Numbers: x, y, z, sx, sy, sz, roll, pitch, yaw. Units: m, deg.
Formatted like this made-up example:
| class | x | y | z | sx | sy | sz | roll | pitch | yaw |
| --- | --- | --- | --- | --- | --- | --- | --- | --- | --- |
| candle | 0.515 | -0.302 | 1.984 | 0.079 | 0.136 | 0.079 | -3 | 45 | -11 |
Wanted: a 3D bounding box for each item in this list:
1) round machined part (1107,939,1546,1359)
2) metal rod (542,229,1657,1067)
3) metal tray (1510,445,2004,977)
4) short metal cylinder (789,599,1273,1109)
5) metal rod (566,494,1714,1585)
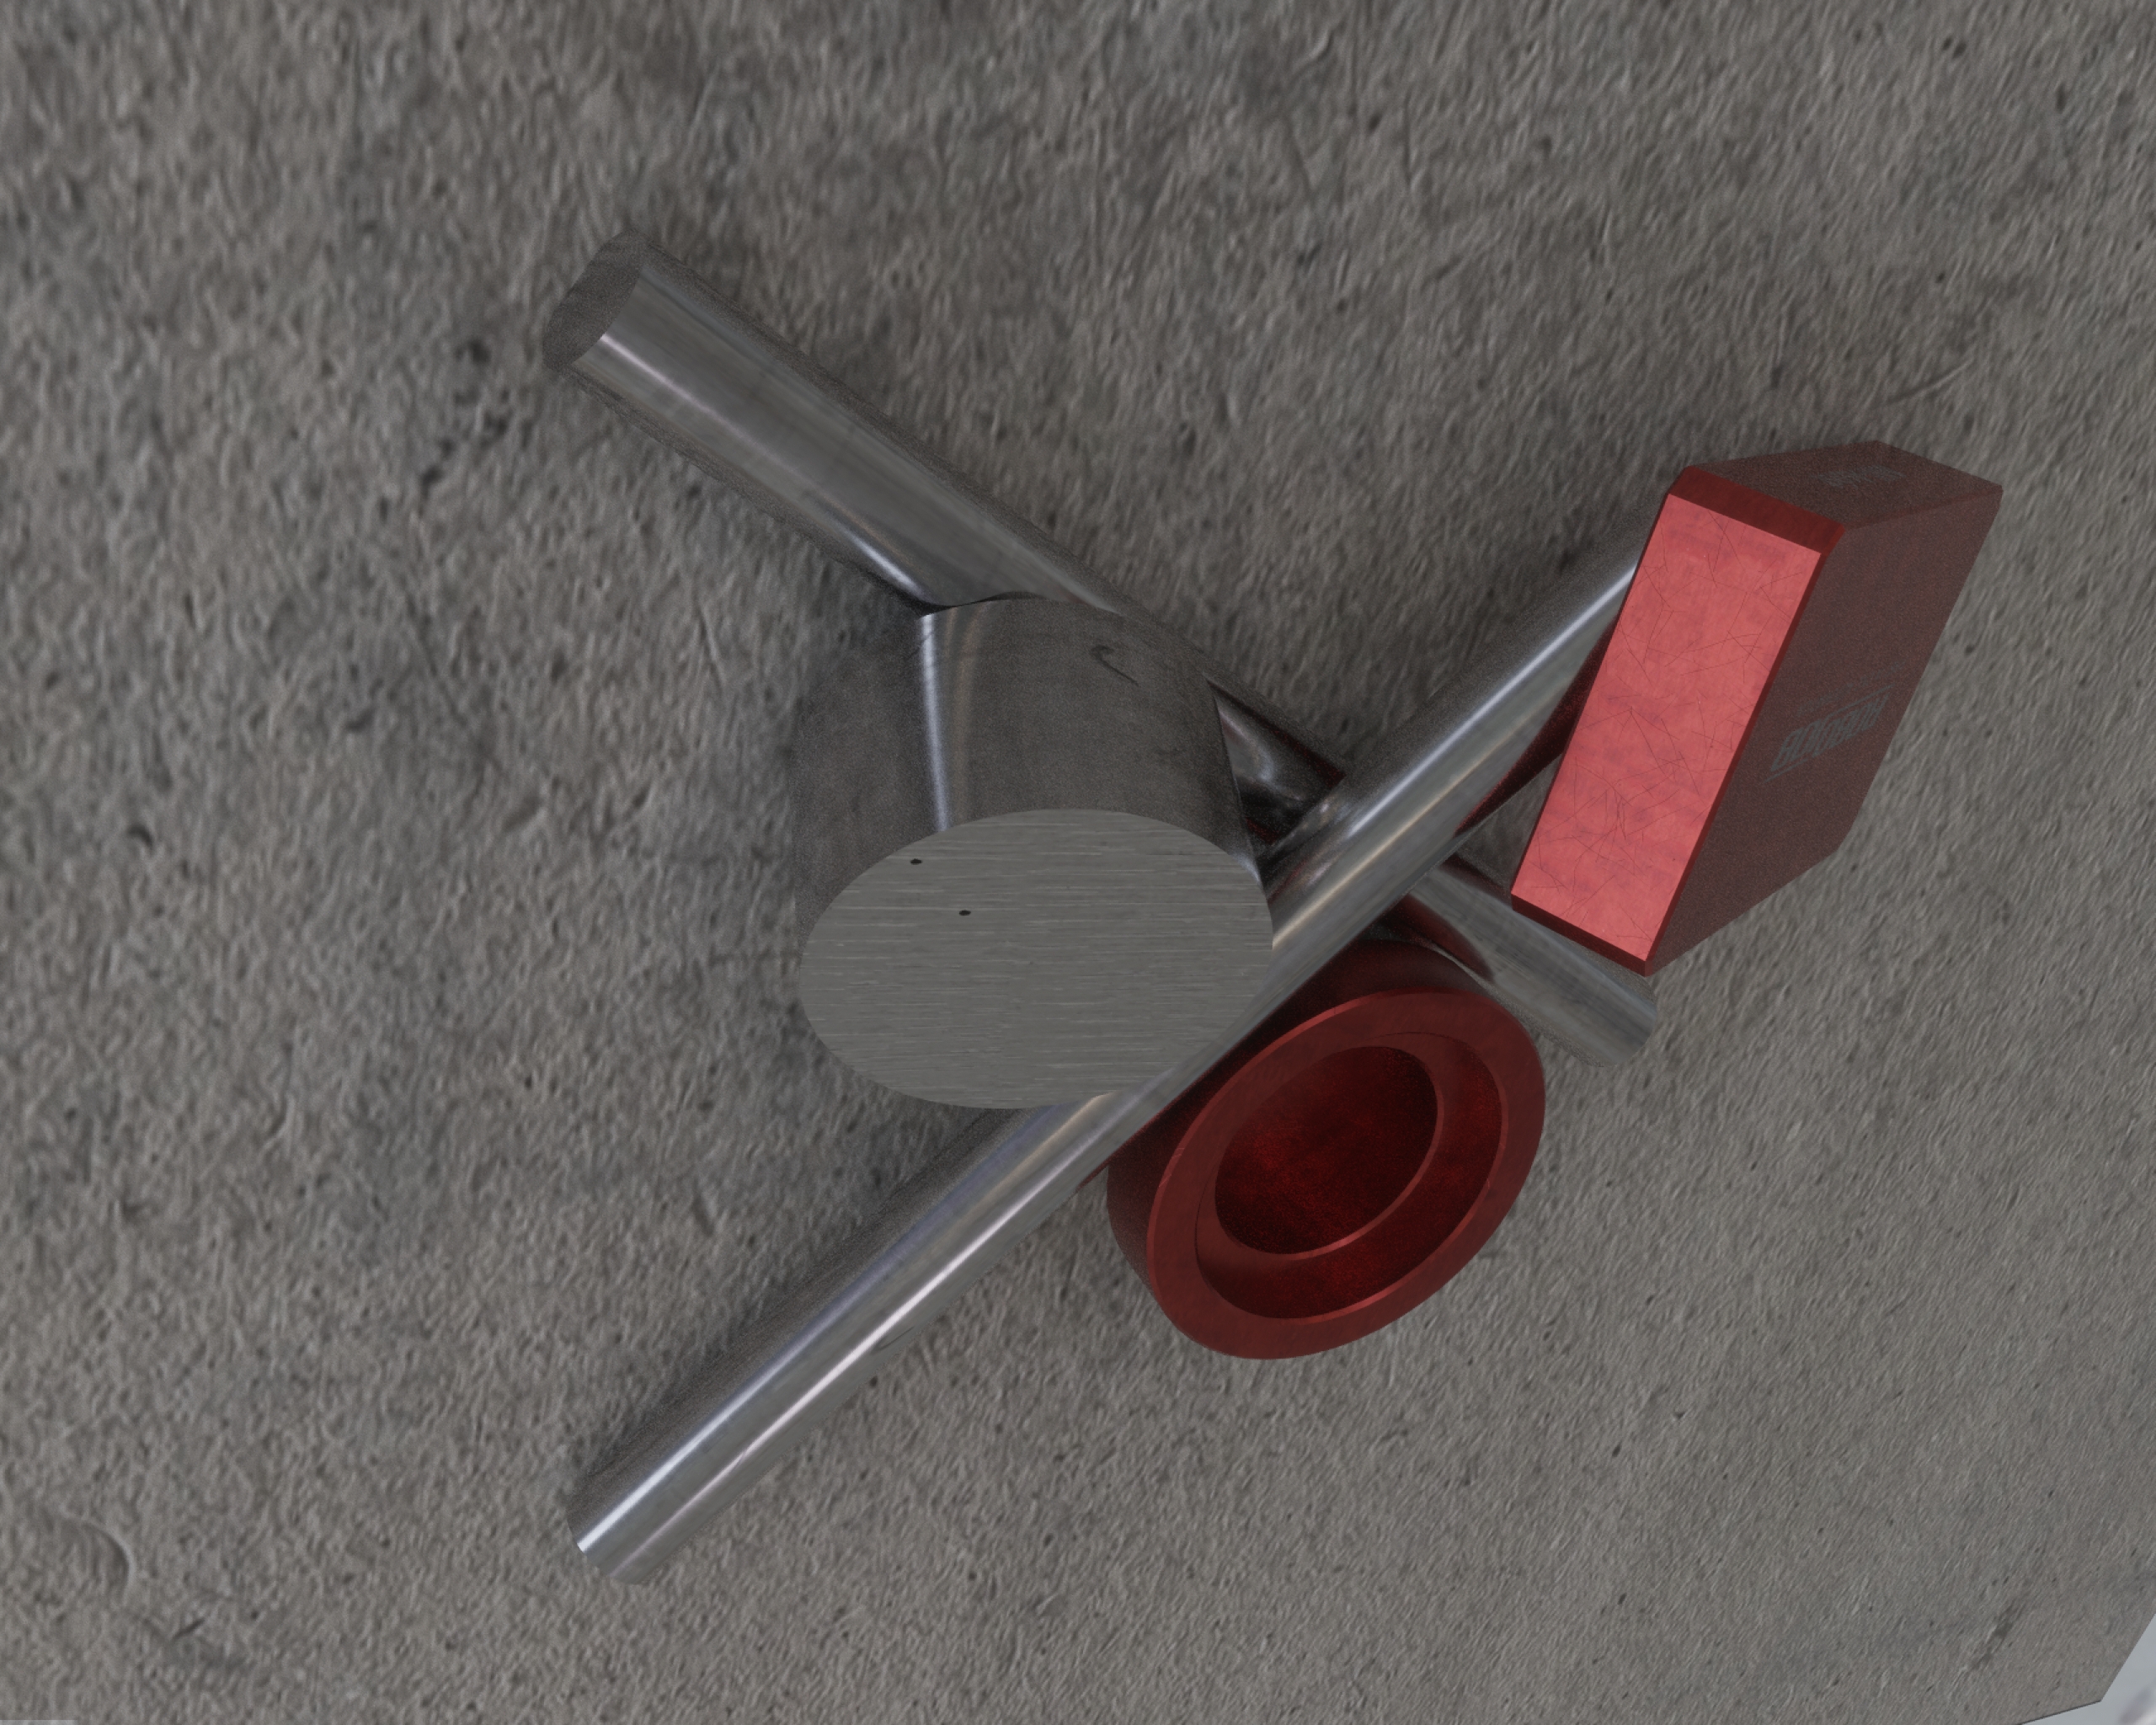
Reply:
| class | x | y | z | sx | sy | sz | roll | pitch | yaw |
| --- | --- | --- | --- | --- | --- | --- | --- | --- | --- |
| round machined part | 0.050 | 0.058 | 0.461 | 0.099 | 0.042 | 0.097 | -14 | 124 | -21 |
| metal rod | 0.027 | -0.024 | 0.410 | 0.301 | 0.025 | 0.025 | 31 | 101 | -38 |
| metal tray | 0.141 | -0.036 | 0.423 | 0.131 | 0.030 | 0.089 | -19 | 132 | -53 |
| short metal cylinder | -0.010 | 0.000 | 0.370 | 0.081 | 0.050 | 0.080 | -6 | 138 | -5 |
| metal rod | 0.008 | 0.041 | 0.416 | 0.300 | 0.025 | 0.025 | -43 | 130 | 10 |
